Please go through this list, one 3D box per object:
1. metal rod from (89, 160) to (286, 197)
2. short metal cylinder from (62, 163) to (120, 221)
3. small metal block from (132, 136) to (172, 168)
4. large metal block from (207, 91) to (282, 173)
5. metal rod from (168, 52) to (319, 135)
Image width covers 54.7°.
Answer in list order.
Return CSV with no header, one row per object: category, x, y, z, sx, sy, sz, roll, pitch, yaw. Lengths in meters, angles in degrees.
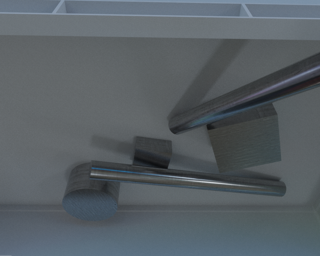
metal rod,0.052,0.076,0.449,0.302,0.025,0.025,9,130,-18
short metal cylinder,-0.103,0.099,0.475,0.081,0.050,0.079,0,130,0
small metal block,-0.013,0.042,0.444,0.050,0.025,0.050,8,130,-7
large metal block,0.106,0.006,0.400,0.080,0.050,0.080,-14,129,11
metal rod,0.095,-0.033,0.283,0.025,0.025,0.299,27,156,-22
